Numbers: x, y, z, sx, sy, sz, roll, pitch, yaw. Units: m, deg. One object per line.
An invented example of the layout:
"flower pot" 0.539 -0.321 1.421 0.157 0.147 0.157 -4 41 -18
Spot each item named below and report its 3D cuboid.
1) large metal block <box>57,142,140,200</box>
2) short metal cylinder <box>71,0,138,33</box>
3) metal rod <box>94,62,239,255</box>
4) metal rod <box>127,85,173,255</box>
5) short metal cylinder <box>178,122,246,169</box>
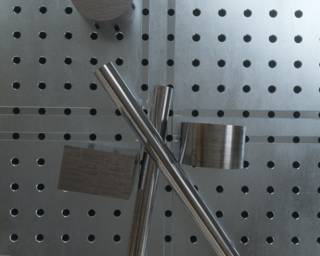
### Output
"large metal block" -0.071 0.049 0.385 0.080 0.080 0.050 9 90 0
"short metal cylinder" -0.070 -0.170 0.400 0.081 0.050 0.079 0 90 0
"metal rod" 0.013 0.051 0.392 0.025 0.025 0.299 -34 99 0
"metal rod" -0.019 0.093 0.413 0.025 0.025 0.298 9 90 0
"short metal cylinder" 0.065 0.020 0.386 0.081 0.080 0.050 4 90 0
